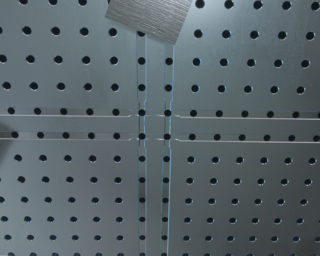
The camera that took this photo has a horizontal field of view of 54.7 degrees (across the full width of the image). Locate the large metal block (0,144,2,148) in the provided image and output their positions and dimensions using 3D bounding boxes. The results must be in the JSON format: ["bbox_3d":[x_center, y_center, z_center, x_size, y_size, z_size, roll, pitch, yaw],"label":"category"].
[{"bbox_3d":[-0.276,0.043,0.412,0.080,0.050,0.080,32,107,-12],"label":"large metal block"}]

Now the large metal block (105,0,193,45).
[{"bbox_3d":[-0.007,-0.148,0.346,0.080,0.050,0.079,20,109,-8],"label":"large metal block"}]
